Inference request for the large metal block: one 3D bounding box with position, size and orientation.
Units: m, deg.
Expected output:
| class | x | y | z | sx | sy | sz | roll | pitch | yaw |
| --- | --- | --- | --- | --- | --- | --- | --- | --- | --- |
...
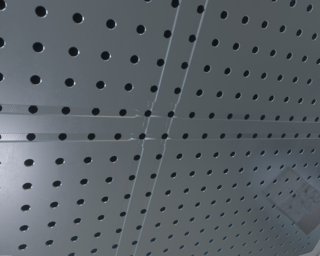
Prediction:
| class | x | y | z | sx | sy | sz | roll | pitch | yaw |
| --- | --- | --- | --- | --- | --- | --- | --- | --- | --- |
| large metal block | 0.322 | 0.177 | 0.679 | 0.080 | 0.050 | 0.080 | -44 | 129 | 2 |
